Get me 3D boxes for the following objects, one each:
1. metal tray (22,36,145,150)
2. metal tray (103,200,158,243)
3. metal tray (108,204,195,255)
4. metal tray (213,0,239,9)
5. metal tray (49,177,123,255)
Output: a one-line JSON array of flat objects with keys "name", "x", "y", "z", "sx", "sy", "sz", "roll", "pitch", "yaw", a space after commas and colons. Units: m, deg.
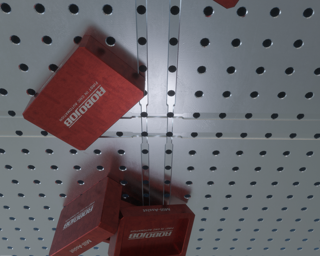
[{"name": "metal tray", "x": -0.092, "y": -0.036, "z": 0.377, "sx": 0.090, "sy": 0.030, "sz": 0.130, "roll": 36, "pitch": 122, "yaw": -27}, {"name": "metal tray", "x": -0.061, "y": 0.173, "z": 0.546, "sx": 0.131, "sy": 0.030, "sz": 0.090, "roll": 29, "pitch": 124, "yaw": -29}, {"name": "metal tray", "x": -0.013, "y": 0.174, "z": 0.509, "sx": 0.131, "sy": 0.030, "sz": 0.089, "roll": 4, "pitch": 106, "yaw": -25}, {"name": "metal tray", "x": 0.033, "y": -0.174, "z": 0.260, "sx": 0.131, "sy": 0.030, "sz": 0.090, "roll": 23, "pitch": 126, "yaw": -19}, {"name": "metal tray", "x": -0.117, "y": 0.145, "z": 0.491, "sx": 0.130, "sy": 0.090, "sz": 0.030, "roll": -37, "pitch": 121, "yaw": 27}]
